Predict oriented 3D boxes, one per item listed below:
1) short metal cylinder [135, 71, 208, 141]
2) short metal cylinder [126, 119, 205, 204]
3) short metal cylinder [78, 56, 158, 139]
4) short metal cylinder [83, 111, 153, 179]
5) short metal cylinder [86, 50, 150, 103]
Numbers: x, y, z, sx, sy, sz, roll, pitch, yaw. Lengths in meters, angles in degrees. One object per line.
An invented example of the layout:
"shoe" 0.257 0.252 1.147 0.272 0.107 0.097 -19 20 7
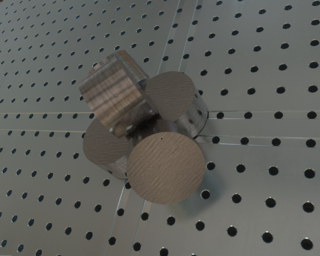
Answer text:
"short metal cylinder" 0.015 -0.026 0.398 0.080 0.050 0.080 -13 56 20
"short metal cylinder" 0.004 0.035 0.339 0.080 0.080 0.050 -35 16 5
"short metal cylinder" -0.046 -0.034 0.351 0.050 0.080 0.080 -36 52 4
"short metal cylinder" -0.052 0.020 0.405 0.080 0.050 0.080 -13 56 20
"short metal cylinder" -0.059 -0.062 0.431 0.080 0.080 0.050 -39 85 1
